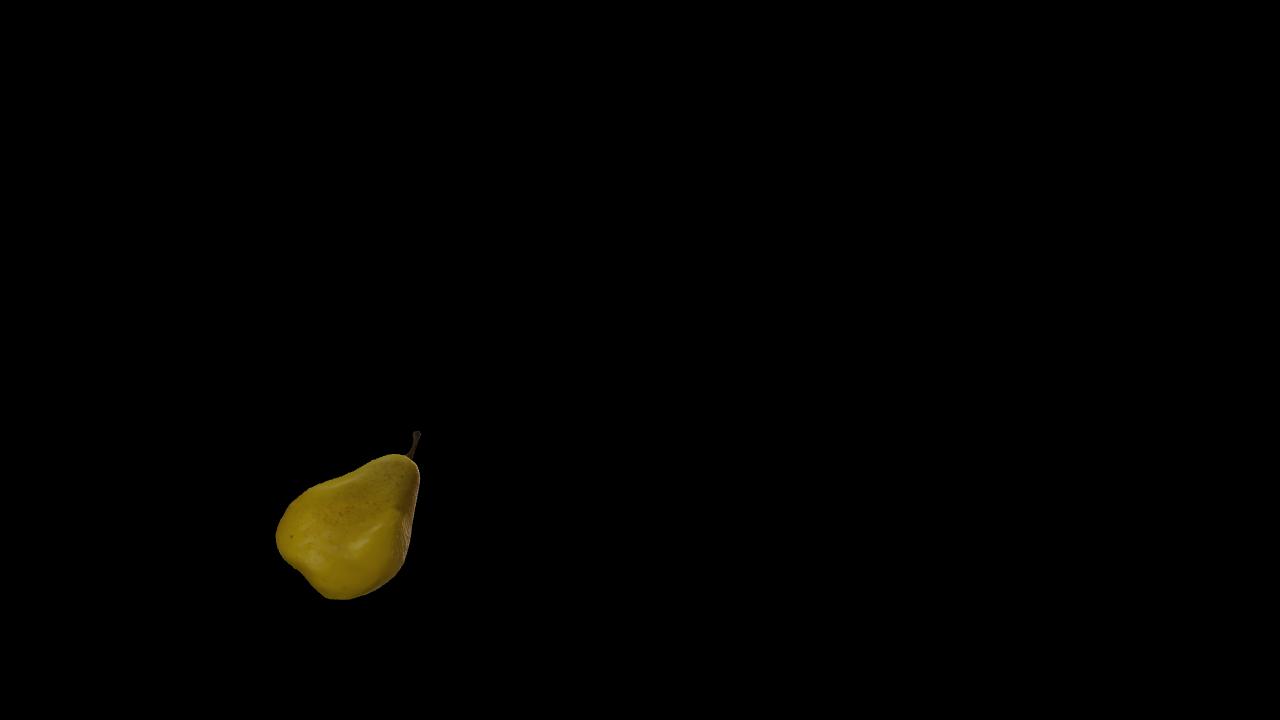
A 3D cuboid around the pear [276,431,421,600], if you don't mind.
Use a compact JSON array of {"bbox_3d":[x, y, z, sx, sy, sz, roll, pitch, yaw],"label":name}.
[{"bbox_3d":[-0.177,0.100,0.410,0.080,0.080,0.111,0,38,49],"label":"pear"}]
